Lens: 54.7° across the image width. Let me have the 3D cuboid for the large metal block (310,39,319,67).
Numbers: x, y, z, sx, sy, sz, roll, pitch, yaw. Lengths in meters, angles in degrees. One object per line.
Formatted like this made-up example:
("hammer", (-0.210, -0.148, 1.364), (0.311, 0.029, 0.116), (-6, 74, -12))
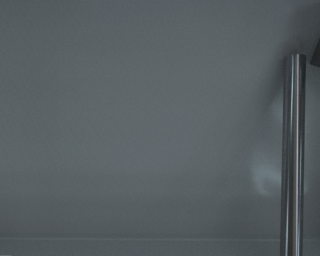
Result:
("large metal block", (0.225, -0.100, 0.348), (0.050, 0.080, 0.079), (11, 110, -5))

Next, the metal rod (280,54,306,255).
("metal rod", (0.161, 0.061, 0.375), (0.025, 0.025, 0.298), (3, 87, -2))
